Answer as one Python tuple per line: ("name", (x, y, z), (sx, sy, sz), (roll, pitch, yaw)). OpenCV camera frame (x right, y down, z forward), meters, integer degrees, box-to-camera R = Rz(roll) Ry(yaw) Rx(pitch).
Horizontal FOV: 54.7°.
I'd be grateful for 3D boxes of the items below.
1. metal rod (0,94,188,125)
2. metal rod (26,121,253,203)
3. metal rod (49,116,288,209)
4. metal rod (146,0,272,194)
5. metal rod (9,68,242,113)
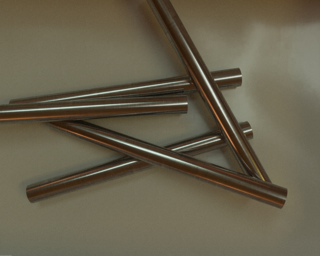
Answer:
("metal rod", (-0.117, -0.022, 0.388), (0.302, 0.025, 0.025), (-3, 90, -4))
("metal rod", (-0.026, 0.045, 0.411), (0.302, 0.025, 0.025), (-16, 90, 0))
("metal rod", (0.001, 0.036, 0.384), (0.301, 0.025, 0.025), (18, 90, 10))
("metal rod", (0.062, -0.044, 0.385), (0.025, 0.025, 0.299), (-29, 90, 0))
("metal rod", (-0.044, -0.047, 0.410), (0.302, 0.025, 0.025), (-8, 90, 0))
